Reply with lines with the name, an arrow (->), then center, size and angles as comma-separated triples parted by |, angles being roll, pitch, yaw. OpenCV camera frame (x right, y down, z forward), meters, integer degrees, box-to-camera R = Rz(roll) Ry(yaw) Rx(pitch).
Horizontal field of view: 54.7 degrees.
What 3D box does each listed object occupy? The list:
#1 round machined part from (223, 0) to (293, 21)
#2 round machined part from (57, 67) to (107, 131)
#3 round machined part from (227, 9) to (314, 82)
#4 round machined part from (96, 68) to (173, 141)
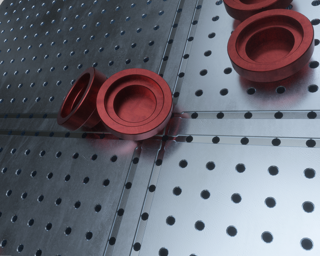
round machined part -> 0.141, -0.186, 0.437 | 0.098, 0.042, 0.098 | -13, 56, 20
round machined part -> -0.108, -0.039, 0.460 | 0.098, 0.042, 0.098 | -36, 37, 33
round machined part -> 0.137, -0.096, 0.384 | 0.098, 0.042, 0.098 | -13, 56, 20
round machined part -> -0.033, -0.028, 0.416 | 0.099, 0.042, 0.098 | -1, 66, 1
